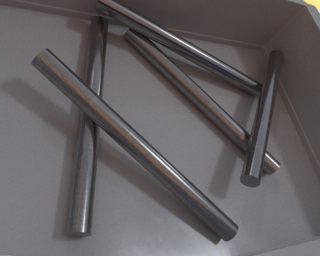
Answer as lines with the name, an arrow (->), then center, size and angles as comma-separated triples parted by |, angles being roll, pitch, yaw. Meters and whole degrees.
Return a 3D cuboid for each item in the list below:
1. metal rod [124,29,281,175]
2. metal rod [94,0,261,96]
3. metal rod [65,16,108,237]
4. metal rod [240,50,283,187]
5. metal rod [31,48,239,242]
metal rod -> 0.062, -0.043, 0.466 | 0.300, 0.025, 0.025 | 44, 51, 2
metal rod -> 0.043, -0.121, 0.482 | 0.302, 0.025, 0.025 | 23, 53, -23
metal rod -> -0.084, -0.025, 0.376 | 0.025, 0.025, 0.299 | 12, 57, -22
metal rod -> 0.167, -0.035, 0.488 | 0.025, 0.025, 0.301 | 33, 50, -7
metal rod -> -0.022, 0.025, 0.356 | 0.300, 0.025, 0.025 | 43, 50, -8
